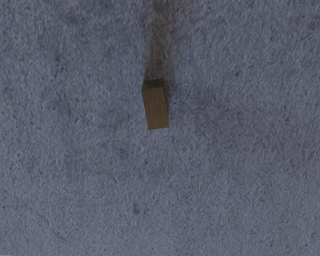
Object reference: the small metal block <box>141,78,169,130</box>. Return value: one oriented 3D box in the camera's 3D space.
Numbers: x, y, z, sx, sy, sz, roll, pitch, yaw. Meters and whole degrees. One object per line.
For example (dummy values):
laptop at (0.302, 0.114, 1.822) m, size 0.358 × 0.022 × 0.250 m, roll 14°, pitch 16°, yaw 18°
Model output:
small metal block at (-0.005, -0.031, 0.385) m, size 0.025 × 0.050 × 0.050 m, roll -9°, pitch 110°, yaw 3°
